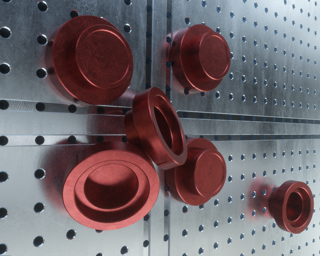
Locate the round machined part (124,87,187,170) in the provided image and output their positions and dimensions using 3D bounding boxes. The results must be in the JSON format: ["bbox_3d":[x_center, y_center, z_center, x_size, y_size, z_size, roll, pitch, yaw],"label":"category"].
[{"bbox_3d":[-0.007,0.004,0.371,0.098,0.042,0.098,53,25,-38],"label":"round machined part"}]

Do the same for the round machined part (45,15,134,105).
[{"bbox_3d":[-0.069,-0.074,0.339,0.099,0.042,0.097,0,90,-40],"label":"round machined part"}]

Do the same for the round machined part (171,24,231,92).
[{"bbox_3d":[0.066,-0.102,0.452,0.099,0.042,0.097,0,90,-40],"label":"round machined part"}]

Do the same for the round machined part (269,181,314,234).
[{"bbox_3d":[0.250,0.150,0.601,0.099,0.042,0.097,0,89,-32],"label":"round machined part"}]

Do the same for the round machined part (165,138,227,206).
[{"bbox_3d":[0.058,0.063,0.446,0.099,0.042,0.097,0,90,-40],"label":"round machined part"}]

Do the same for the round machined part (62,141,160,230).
[{"bbox_3d":[-0.053,0.057,0.334,0.099,0.042,0.097,-6,115,-12],"label":"round machined part"}]
